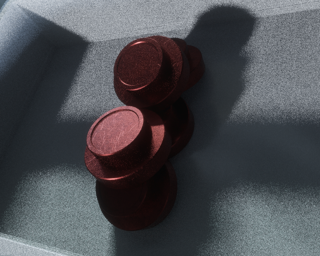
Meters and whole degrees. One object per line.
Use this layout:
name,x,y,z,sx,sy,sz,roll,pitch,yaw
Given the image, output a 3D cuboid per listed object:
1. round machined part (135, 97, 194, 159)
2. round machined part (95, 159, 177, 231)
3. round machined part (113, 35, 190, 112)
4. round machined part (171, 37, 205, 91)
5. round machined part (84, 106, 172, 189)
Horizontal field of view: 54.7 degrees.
round machined part,-0.009,-0.008,0.402,0.098,0.042,0.098,-13,55,20
round machined part,-0.034,0.066,0.352,0.098,0.042,0.098,-8,73,26
round machined part,-0.017,-0.070,0.379,0.098,0.042,0.098,-9,70,26
round machined part,0.010,-0.089,0.429,0.098,0.042,0.098,-14,40,13
round machined part,-0.040,0.014,0.340,0.098,0.042,0.098,-14,45,15
